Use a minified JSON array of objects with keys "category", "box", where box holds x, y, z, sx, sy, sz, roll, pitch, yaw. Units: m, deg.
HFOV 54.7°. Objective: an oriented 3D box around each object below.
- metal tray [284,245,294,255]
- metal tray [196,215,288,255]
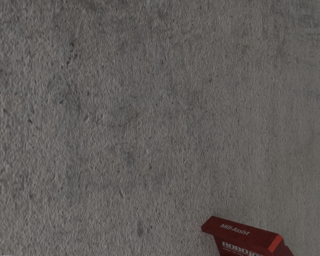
[{"category":"metal tray","box":[0.241,0.297,0.603,0.130,0.030,0.090,52,60,-27]},{"category":"metal tray","box":[0.121,0.185,0.455,0.030,0.130,0.090,-32,110,-36]}]
